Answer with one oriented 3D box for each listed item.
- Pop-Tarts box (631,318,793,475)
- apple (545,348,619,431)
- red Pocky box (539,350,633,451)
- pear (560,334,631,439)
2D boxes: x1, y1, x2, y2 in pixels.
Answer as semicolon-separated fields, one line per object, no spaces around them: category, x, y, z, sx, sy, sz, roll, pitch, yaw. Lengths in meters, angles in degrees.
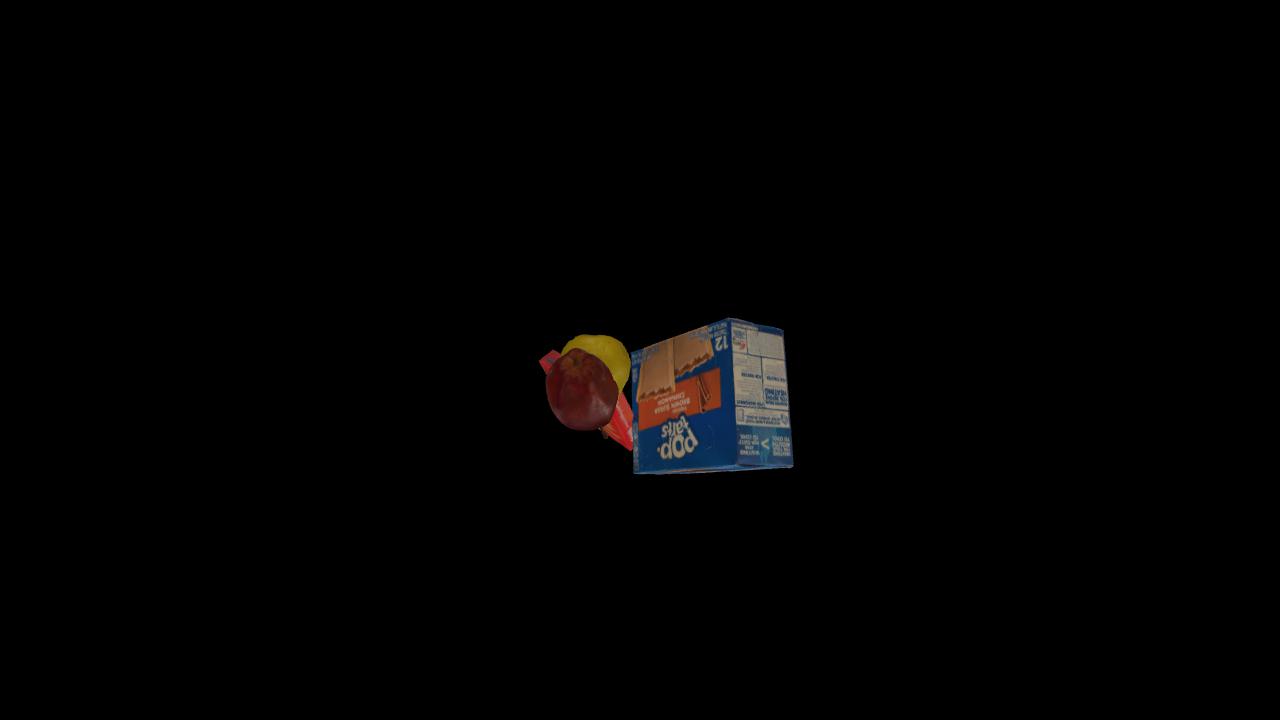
Pop-Tarts box;0.068;0.047;0.648;0.083;0.141;0.167;7;-14;-34
apple;-0.062;0.032;0.655;0.079;0.079;0.093;0;-37;7
red Pocky box;-0.061;0.045;0.740;0.028;0.083;0.155;-38;37;-21
pear;-0.051;0.030;0.667;0.080;0.111;0.080;3;-13;1
